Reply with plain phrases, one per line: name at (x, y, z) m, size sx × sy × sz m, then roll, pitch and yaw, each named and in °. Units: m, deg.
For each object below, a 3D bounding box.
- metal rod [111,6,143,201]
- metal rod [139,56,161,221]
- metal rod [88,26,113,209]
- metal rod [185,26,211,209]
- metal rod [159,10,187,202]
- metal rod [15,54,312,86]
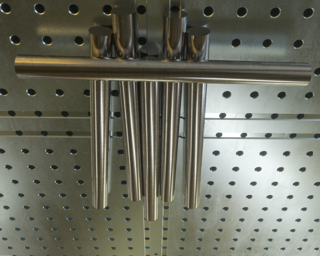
metal rod at (-0.038, -0.004, 0.408) m, size 0.025 × 0.025 × 0.298 m, roll 0°, pitch 130°, yaw 0°
metal rod at (-0.013, 0.039, 0.444) m, size 0.025 × 0.025 × 0.298 m, roll 0°, pitch 131°, yaw -1°
metal rod at (-0.081, 0.011, 0.419) m, size 0.025 × 0.025 × 0.298 m, roll 5°, pitch 130°, yaw -5°
metal rod at (0.047, 0.012, 0.422) m, size 0.025 × 0.025 × 0.298 m, roll -2°, pitch 130°, yaw 1°
metal rod at (0.013, -0.002, 0.411) m, size 0.025 × 0.025 × 0.298 m, roll 0°, pitch 130°, yaw -1°
metal rod at (0.005, -0.061, 0.327) m, size 0.302 × 0.025 × 0.025 m, roll 1°, pitch 130°, yaw -2°
